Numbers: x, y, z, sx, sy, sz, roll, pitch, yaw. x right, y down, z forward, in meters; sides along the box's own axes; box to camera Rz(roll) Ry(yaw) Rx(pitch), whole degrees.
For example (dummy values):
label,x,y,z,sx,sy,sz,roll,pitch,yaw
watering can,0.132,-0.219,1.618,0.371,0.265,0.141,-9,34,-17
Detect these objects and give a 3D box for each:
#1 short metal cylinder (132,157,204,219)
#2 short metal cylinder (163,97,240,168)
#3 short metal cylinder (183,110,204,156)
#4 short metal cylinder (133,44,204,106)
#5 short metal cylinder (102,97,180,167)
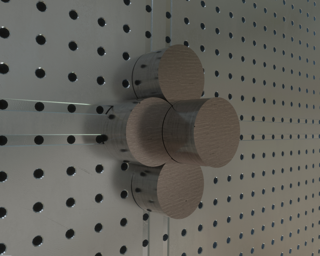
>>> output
label,x,y,z,sx,sy,sz,roll,pitch,yaw
short metal cylinder,0.011,0.073,0.401,0.081,0.050,0.080,2,87,-40
short metal cylinder,0.050,0.005,0.368,0.081,0.050,0.079,0,90,-40
short metal cylinder,0.045,0.005,0.429,0.081,0.050,0.079,0,90,-40
short metal cylinder,0.012,-0.063,0.402,0.081,0.050,0.079,0,90,-41
short metal cylinder,-0.021,0.004,0.374,0.081,0.050,0.079,0,90,-40
